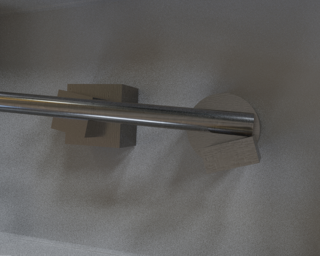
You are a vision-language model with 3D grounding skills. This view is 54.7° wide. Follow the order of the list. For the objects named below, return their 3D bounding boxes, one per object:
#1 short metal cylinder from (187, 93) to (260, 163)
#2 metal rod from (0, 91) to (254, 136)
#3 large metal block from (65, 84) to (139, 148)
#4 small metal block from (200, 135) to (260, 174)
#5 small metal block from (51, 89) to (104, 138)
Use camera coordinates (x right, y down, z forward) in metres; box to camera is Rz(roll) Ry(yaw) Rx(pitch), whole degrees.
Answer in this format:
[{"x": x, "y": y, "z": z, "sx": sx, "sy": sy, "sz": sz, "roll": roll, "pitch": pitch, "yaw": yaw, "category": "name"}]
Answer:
[{"x": 0.077, "y": 0.001, "z": 0.368, "sx": 0.080, "sy": 0.050, "sz": 0.079, "roll": 0, "pitch": 90, "yaw": 19, "category": "short metal cylinder"}, {"x": -0.051, "y": -0.018, "z": 0.351, "sx": 0.301, "sy": 0.025, "sz": 0.025, "roll": 6, "pitch": 92, "yaw": 11, "category": "metal rod"}, {"x": -0.078, "y": -0.017, "z": 0.420, "sx": 0.080, "sy": 0.050, "sz": 0.079, "roll": 3, "pitch": 91, "yaw": 19, "category": "large metal block"}, {"x": 0.073, "y": 0.026, "z": 0.315, "sx": 0.050, "sy": 0.050, "sz": 0.025, "roll": -15, "pitch": 85, "yaw": 19, "category": "small metal block"}, {"x": -0.104, "y": -0.018, "z": 0.391, "sx": 0.050, "sy": 0.025, "sz": 0.050, "roll": 14, "pitch": 94, "yaw": 19, "category": "small metal block"}]
